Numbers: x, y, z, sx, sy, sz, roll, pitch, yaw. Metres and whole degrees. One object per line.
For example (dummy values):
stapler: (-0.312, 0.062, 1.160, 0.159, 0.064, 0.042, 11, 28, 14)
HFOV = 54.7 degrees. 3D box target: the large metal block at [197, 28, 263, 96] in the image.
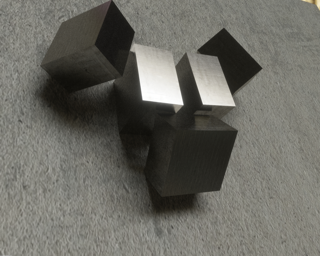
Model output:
large metal block: (0.101, -0.093, 0.475, 0.050, 0.080, 0.080, -41, 84, -1)

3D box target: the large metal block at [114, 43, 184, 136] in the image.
large metal block: (-0.019, -0.044, 0.388, 0.050, 0.080, 0.080, 5, 60, -26)

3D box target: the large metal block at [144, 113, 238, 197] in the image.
large metal block: (0.034, 0.029, 0.364, 0.081, 0.079, 0.050, 1, 22, -28)

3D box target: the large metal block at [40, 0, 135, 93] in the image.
large metal block: (-0.084, -0.096, 0.373, 0.050, 0.080, 0.080, 49, 39, -43)

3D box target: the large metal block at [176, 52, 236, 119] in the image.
large metal block: (0.048, -0.044, 0.425, 0.050, 0.080, 0.080, 1, 62, -28)
